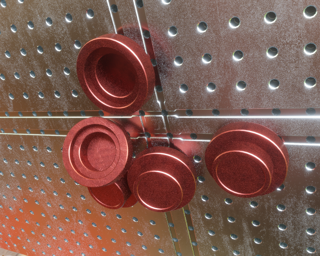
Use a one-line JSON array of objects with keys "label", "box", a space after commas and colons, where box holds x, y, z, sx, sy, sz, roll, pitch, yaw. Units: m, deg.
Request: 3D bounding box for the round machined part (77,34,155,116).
[{"label": "round machined part", "box": [-0.050, -0.068, 0.383, 0.098, 0.042, 0.097, 13, 124, 20]}]

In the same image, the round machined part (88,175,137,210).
[{"label": "round machined part", "box": [-0.076, 0.090, 0.494, 0.098, 0.042, 0.097, 13, 124, 20]}]

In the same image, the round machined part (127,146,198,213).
[{"label": "round machined part", "box": [0.001, 0.078, 0.433, 0.098, 0.042, 0.097, 5, 115, 11]}]

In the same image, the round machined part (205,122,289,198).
[{"label": "round machined part", "box": [0.101, 0.045, 0.374, 0.098, 0.042, 0.097, 13, 124, 20]}]

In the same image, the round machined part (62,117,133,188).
[{"label": "round machined part", "box": [-0.085, 0.035, 0.444, 0.098, 0.042, 0.097, -2, 83, 14]}]
